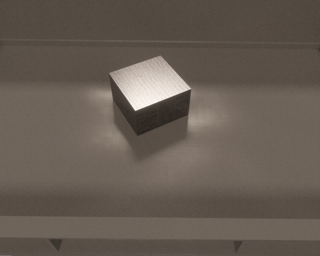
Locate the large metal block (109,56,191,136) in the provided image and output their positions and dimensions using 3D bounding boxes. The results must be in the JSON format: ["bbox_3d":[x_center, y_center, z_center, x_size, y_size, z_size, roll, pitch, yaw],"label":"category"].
[{"bbox_3d":[-0.015,-0.046,0.428,0.081,0.050,0.080,-23,54,-19],"label":"large metal block"}]
